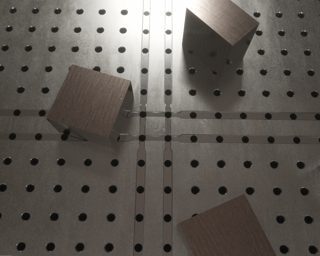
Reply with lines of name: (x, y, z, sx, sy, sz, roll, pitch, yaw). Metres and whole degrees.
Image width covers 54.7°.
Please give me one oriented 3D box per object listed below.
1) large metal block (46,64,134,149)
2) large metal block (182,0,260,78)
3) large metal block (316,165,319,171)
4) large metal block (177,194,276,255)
large metal block: (-0.087, -0.027, 0.407, 0.080, 0.050, 0.080, 17, 71, 5)
large metal block: (0.080, -0.130, 0.431, 0.050, 0.080, 0.080, -41, 76, -14)
large metal block: (0.262, 0.053, 0.382, 0.080, 0.050, 0.080, -34, 74, -12)
large metal block: (0.073, 0.131, 0.352, 0.080, 0.050, 0.080, -22, 72, -8)
